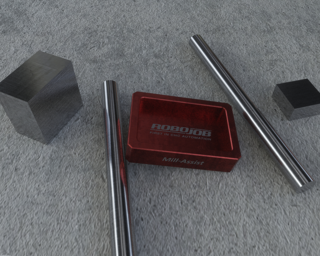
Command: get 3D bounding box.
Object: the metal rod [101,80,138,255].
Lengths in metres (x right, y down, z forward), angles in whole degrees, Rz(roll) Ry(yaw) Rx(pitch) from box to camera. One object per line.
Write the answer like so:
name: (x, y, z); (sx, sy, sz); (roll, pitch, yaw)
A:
metal rod: (-0.049, 0.053, 0.358); (0.025, 0.025, 0.300); (-7, 50, -6)

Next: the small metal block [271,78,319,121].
small metal block: (0.197, -0.041, 0.440); (0.050, 0.025, 0.050); (-11, 51, -10)

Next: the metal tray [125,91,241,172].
metal tray: (0.027, 0.003, 0.383); (0.131, 0.030, 0.090); (7, 50, -7)

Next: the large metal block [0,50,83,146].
large metal block: (-0.150, -0.039, 0.398); (0.050, 0.080, 0.080); (20, 53, 16)

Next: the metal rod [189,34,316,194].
metal rod: (0.113, -0.041, 0.439); (0.025, 0.025, 0.300); (-16, 52, -13)
